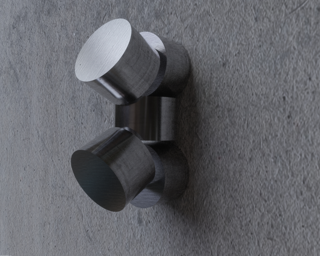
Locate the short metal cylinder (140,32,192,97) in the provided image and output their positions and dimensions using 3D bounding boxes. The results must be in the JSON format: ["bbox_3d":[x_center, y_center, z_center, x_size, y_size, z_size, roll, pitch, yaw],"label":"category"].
[{"bbox_3d":[-0.007,-0.077,0.397,0.080,0.050,0.080,0,90,40],"label":"short metal cylinder"}]

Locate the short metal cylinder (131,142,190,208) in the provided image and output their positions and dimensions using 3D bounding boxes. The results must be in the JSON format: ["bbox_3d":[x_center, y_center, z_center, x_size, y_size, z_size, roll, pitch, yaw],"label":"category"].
[{"bbox_3d":[-0.009,0.058,0.398,0.080,0.050,0.080,0,90,40],"label":"short metal cylinder"}]

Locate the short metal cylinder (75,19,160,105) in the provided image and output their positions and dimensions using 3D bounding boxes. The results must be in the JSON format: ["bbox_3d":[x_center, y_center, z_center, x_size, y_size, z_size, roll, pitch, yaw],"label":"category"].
[{"bbox_3d":[-0.047,-0.073,0.345,0.080,0.050,0.080,-19,54,29],"label":"short metal cylinder"}]

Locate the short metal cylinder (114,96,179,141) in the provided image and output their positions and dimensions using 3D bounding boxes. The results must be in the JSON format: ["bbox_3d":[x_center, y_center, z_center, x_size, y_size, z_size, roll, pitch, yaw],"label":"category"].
[{"bbox_3d":[-0.017,-0.012,0.386,0.080,0.081,0.050,2,92,40],"label":"short metal cylinder"}]

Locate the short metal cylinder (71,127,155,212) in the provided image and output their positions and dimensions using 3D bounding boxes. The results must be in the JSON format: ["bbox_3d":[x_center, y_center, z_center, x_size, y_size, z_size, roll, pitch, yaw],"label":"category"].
[{"bbox_3d":[-0.052,0.046,0.347,0.080,0.050,0.079,22,131,28],"label":"short metal cylinder"}]
